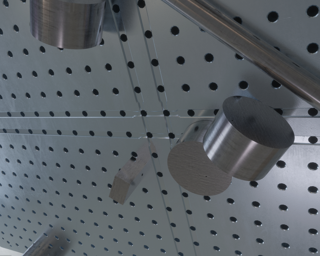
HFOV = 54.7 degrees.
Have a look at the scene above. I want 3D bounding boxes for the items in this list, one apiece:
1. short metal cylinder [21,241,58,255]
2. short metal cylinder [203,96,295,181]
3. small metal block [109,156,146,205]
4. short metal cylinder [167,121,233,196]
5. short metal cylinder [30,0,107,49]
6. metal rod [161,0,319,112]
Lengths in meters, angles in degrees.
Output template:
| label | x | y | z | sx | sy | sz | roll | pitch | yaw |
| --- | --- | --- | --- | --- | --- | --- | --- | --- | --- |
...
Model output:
| label | x | y | z | sx | sy | sz | roll | pitch | yaw |
| --- | --- | --- | --- | --- | --- | --- | --- | --- | --- |
| short metal cylinder | -0.292 | 0.322 | 0.748 | 0.080 | 0.050 | 0.079 | 13 | 124 | 21 |
| short metal cylinder | 0.093 | 0.010 | 0.333 | 0.080 | 0.080 | 0.050 | 30 | 128 | 8 |
| small metal block | -0.049 | 0.080 | 0.470 | 0.025 | 0.050 | 0.050 | 29 | 128 | 10 |
| short metal cylinder | 0.056 | 0.038 | 0.388 | 0.080 | 0.050 | 0.079 | 13 | 124 | 20 |
| short metal cylinder | -0.103 | -0.130 | 0.350 | 0.080 | 0.080 | 0.050 | 26 | 128 | 12 |
| metal rod | 0.081 | -0.089 | 0.313 | 0.301 | 0.025 | 0.025 | 36 | 129 | 3 |
